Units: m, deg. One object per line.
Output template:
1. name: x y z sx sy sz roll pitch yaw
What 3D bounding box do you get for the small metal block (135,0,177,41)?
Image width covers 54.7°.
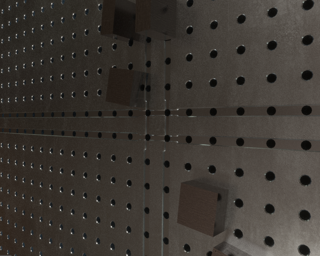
1. small metal block: -0.004 -0.143 0.395 0.025 0.050 0.050 2 92 40

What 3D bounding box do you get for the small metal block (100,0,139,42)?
1. small metal block: -0.054 -0.151 0.435 0.025 0.050 0.050 10 96 39

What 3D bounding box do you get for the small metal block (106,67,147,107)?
1. small metal block: -0.050 -0.059 0.448 0.050 0.025 0.050 15 99 38

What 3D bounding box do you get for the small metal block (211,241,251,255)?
1. small metal block: 0.081 0.163 0.341 0.050 0.025 0.050 19 102 38

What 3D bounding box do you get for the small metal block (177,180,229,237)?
1. small metal block: 0.050 0.093 0.367 0.050 0.025 0.050 9 96 39
